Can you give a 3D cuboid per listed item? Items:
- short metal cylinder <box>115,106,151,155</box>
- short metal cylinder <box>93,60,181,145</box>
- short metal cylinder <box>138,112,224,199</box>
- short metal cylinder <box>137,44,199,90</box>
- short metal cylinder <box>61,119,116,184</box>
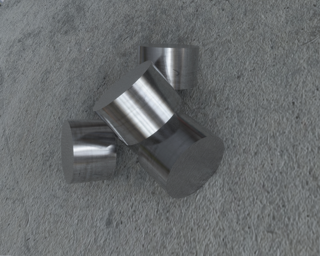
[{"bbox_3d":[-0.018,-0.007,0.403,0.080,0.050,0.080,-13,56,20],"label":"short metal cylinder"},{"bbox_3d":[-0.025,-0.027,0.333,0.080,0.050,0.080,-35,21,16],"label":"short metal cylinder"},{"bbox_3d":[0.023,0.030,0.339,0.080,0.080,0.050,-47,51,-4],"label":"short metal cylinder"},{"bbox_3d":[0.010,-0.083,0.408,0.080,0.081,0.050,15,113,34],"label":"short metal cylinder"},{"bbox_3d":[-0.093,0.029,0.394,0.080,0.050,0.079,7,97,62],"label":"short metal cylinder"}]
